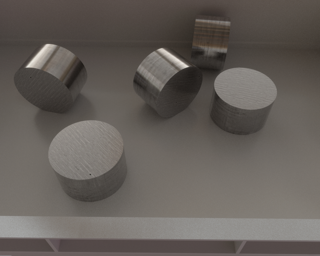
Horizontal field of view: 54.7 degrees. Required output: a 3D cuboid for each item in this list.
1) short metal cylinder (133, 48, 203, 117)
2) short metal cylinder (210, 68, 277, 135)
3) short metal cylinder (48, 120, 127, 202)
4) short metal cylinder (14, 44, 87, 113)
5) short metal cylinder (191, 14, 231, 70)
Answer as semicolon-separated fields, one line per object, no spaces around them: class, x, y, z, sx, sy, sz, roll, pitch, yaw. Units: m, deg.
short metal cylinder;0.011;-0.061;0.421;0.081;0.080;0.050;-32;57;-24
short metal cylinder;0.111;-0.037;0.421;0.081;0.050;0.080;0;50;0
short metal cylinder;-0.080;0.037;0.356;0.081;0.050;0.080;0;50;0
short metal cylinder;-0.147;-0.066;0.423;0.080;0.080;0.050;10;51;8
short metal cylinder;0.078;-0.133;0.482;0.050;0.080;0.080;7;50;6
